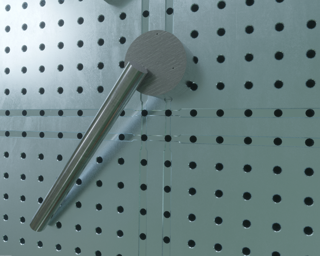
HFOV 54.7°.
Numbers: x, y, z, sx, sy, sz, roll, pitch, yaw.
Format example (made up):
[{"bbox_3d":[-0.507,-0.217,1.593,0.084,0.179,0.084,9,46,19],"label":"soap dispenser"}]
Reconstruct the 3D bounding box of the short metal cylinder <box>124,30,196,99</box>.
[{"bbox_3d":[0.002,-0.079,0.398,0.080,0.050,0.079,0,90,19],"label":"short metal cylinder"}]

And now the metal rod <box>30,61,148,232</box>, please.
[{"bbox_3d":[-0.107,0.039,0.420,0.025,0.025,0.298,43,114,14],"label":"metal rod"}]

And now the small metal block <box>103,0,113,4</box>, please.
[{"bbox_3d":[-0.071,-0.215,0.437,0.050,0.025,0.050,-32,80,16],"label":"small metal block"}]
